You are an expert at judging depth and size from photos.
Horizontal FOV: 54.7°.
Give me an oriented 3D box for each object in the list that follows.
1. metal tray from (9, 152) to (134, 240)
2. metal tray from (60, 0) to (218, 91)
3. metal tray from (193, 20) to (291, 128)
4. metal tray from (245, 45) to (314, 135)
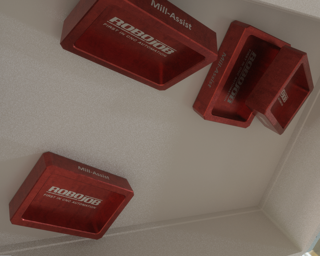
[{"bbox_3d":[-0.110,0.093,0.402,0.131,0.030,0.090,28,103,-38],"label":"metal tray"},{"bbox_3d":[-0.018,-0.087,0.307,0.131,0.030,0.090,19,150,-36],"label":"metal tray"},{"bbox_3d":[0.111,-0.068,0.423,0.091,0.030,0.129,10,113,-33],"label":"metal tray"},{"bbox_3d":[0.173,-0.047,0.437,0.090,0.030,0.130,-57,148,5],"label":"metal tray"}]
